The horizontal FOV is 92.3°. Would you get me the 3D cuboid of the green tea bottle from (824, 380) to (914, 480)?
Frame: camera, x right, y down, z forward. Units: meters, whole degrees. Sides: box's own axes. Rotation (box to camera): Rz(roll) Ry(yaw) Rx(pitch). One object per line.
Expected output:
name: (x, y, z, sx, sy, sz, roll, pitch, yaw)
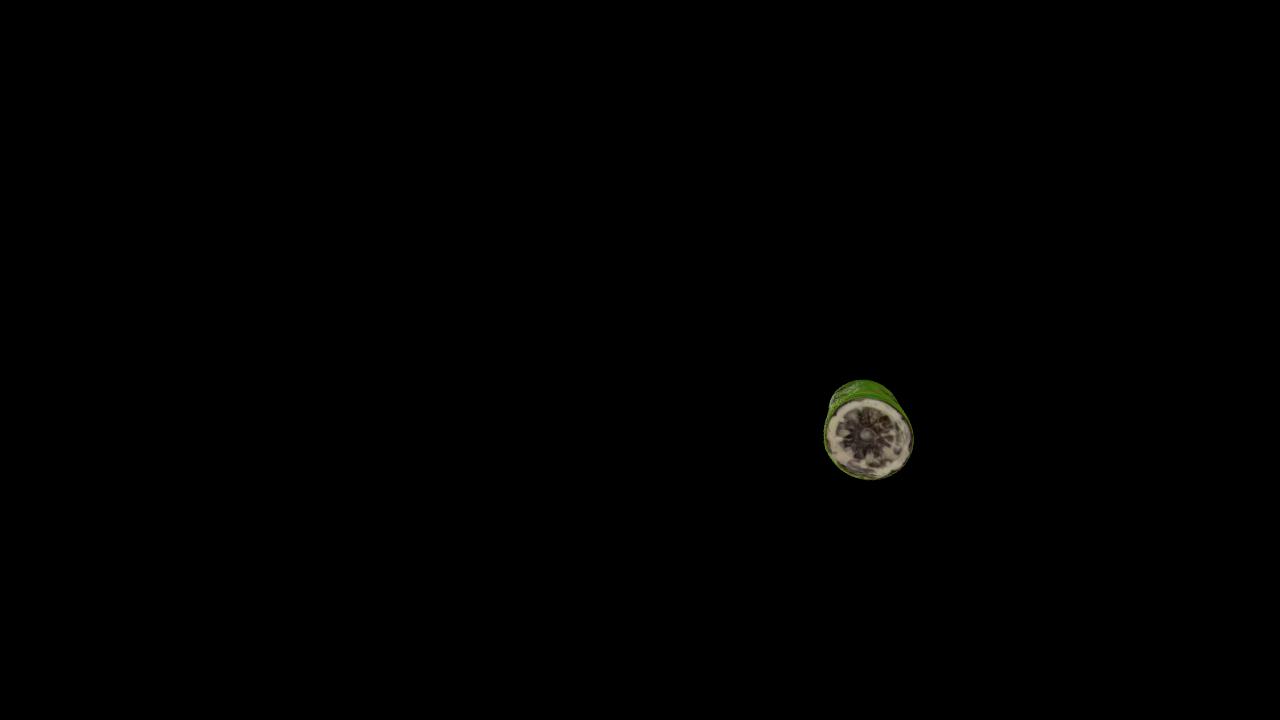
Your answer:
green tea bottle: (0.212, 0.057, 0.584, 0.073, 0.073, 0.212, 0, 2, 17)
